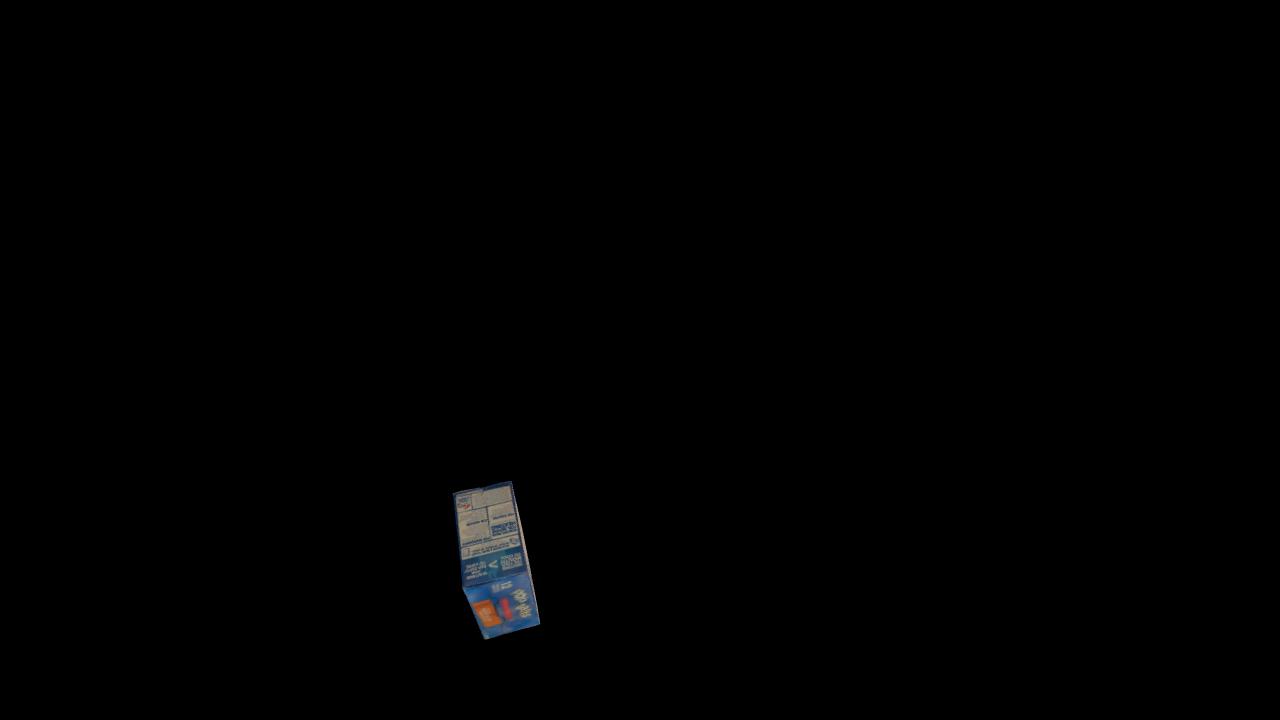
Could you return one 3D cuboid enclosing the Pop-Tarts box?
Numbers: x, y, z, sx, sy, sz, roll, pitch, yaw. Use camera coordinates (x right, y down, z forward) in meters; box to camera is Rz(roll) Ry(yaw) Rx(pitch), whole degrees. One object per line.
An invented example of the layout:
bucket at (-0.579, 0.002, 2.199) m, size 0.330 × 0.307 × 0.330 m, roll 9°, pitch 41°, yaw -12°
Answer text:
Pop-Tarts box at (-0.196, 0.276, 0.845) m, size 0.083 × 0.141 × 0.167 m, roll -12°, pitch -42°, yaw -13°
